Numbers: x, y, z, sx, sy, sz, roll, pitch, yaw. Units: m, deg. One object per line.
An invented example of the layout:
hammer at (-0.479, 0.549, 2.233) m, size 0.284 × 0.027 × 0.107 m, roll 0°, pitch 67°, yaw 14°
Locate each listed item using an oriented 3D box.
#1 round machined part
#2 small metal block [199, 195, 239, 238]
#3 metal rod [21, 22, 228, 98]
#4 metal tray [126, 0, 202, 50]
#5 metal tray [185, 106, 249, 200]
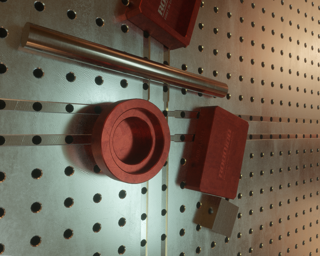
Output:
round machined part at (-0.038, 0.015, 0.368) m, size 0.099 × 0.042 × 0.097 m, roll 0°, pitch 90°, yaw -40°
small metal block at (0.095, 0.140, 0.492) m, size 0.050 × 0.025 × 0.050 m, roll 34°, pitch 69°, yaw -35°
metal rod at (-0.016, -0.075, 0.397) m, size 0.302 × 0.025 × 0.025 m, roll 8°, pitch 85°, yaw -40°
metal tray at (0.014, -0.185, 0.419) m, size 0.090 × 0.030 × 0.130 m, roll 26°, pitch 74°, yaw -37°
metal tray at (0.092, 0.040, 0.486) m, size 0.091 × 0.030 × 0.129 m, roll 22°, pitch 76°, yaw -38°
